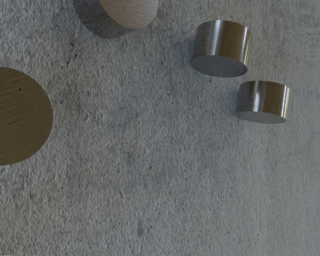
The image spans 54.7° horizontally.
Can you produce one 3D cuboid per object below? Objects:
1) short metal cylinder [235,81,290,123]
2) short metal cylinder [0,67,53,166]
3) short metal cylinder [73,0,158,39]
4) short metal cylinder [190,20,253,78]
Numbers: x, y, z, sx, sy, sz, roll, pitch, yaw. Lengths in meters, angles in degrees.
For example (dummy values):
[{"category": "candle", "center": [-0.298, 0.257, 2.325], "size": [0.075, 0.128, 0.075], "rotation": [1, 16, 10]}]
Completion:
[{"category": "short metal cylinder", "center": [0.168, -0.041, 0.510], "size": [0.080, 0.080, 0.050], "rotation": [18, 79, -39]}, {"category": "short metal cylinder", "center": [-0.142, -0.010, 0.269], "size": [0.081, 0.050, 0.080], "rotation": [0, 90, -40]}, {"category": "short metal cylinder", "center": [-0.049, -0.146, 0.347], "size": [0.081, 0.050, 0.080], "rotation": [0, 90, -40]}, {"category": "short metal cylinder", "center": [0.087, -0.110, 0.441], "size": [0.080, 0.080, 0.050], "rotation": [18, 79, -39]}]
